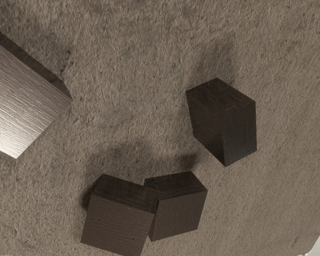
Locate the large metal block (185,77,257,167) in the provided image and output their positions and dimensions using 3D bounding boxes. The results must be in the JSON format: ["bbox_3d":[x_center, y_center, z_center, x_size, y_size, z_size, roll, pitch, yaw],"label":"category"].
[{"bbox_3d":[0.081,-0.009,0.412,0.050,0.080,0.080,-25,128,-13],"label":"large metal block"}]

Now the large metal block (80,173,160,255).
[{"bbox_3d":[-0.052,0.118,0.413,0.080,0.050,0.079,17,113,0],"label":"large metal block"}]

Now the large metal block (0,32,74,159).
[{"bbox_3d":[-0.145,-0.031,0.293,0.080,0.050,0.080,-45,130,3],"label":"large metal block"}]

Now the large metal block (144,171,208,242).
[{"bbox_3d":[0.019,0.119,0.476,0.081,0.050,0.079,-5,121,-26],"label":"large metal block"}]
